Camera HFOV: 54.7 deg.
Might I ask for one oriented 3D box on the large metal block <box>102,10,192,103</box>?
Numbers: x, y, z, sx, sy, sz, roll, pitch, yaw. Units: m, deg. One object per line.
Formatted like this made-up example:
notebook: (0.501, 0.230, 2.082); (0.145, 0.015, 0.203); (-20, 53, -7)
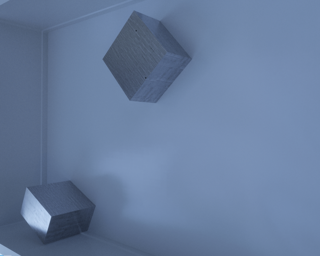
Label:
large metal block: (-0.019, -0.090, 0.406); (0.080, 0.050, 0.080); (-49, 61, 29)

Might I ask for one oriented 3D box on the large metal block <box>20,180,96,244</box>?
large metal block: (-0.168, 0.134, 0.510); (0.080, 0.081, 0.050); (31, 110, 35)
